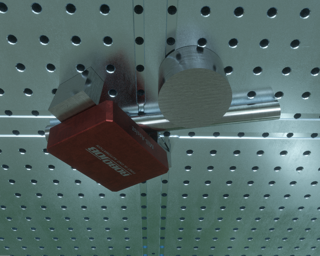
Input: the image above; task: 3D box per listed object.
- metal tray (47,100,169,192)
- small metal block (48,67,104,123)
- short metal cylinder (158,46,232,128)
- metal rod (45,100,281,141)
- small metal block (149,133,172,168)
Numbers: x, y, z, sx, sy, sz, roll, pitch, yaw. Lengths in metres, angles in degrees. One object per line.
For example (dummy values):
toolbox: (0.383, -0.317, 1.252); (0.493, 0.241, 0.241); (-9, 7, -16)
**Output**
metal tray: (-0.059, 0.029, 0.382); (0.090, 0.030, 0.130); (-24, 138, 19)
small metal block: (-0.096, -0.038, 0.361); (0.050, 0.050, 0.025); (-25, 126, 19)
short metal cylinder: (0.038, -0.046, 0.356); (0.081, 0.050, 0.079); (0, 130, 0)
metal rod: (0.000, -0.007, 0.406); (0.302, 0.025, 0.025); (-6, 130, 4)
small metal block: (-0.017, 0.038, 0.442); (0.050, 0.025, 0.050); (-18, 128, 14)
